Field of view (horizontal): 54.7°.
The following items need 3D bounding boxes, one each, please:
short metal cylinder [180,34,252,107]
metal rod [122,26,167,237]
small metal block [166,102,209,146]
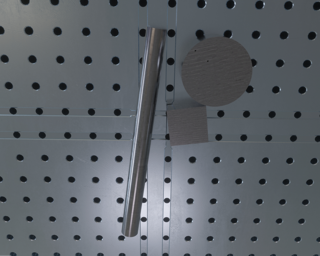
[{"bbox_3d":[0.065,-0.071,0.375,0.081,0.050,0.079,0,110,0],"label":"short metal cylinder"},{"bbox_3d":[-0.025,0.019,0.420,0.025,0.025,0.298,8,110,-3],"label":"metal rod"},{"bbox_3d":[0.036,-0.006,0.412,0.050,0.025,0.050,-6,110,2],"label":"small metal block"}]
